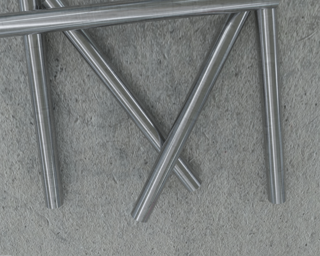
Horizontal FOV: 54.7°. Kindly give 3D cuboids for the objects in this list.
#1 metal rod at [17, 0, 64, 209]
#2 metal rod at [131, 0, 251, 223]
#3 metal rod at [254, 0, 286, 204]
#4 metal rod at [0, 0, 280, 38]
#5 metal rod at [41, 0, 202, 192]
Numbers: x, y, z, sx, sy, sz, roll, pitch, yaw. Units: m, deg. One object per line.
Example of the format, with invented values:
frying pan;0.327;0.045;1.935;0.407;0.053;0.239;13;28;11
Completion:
metal rod;-0.151;-0.030;0.397;0.025;0.025;0.298;1;110;0
metal rod;0.035;-0.015;0.384;0.025;0.025;0.298;24;101;-9
metal rod;0.142;-0.035;0.397;0.025;0.025;0.298;-10;110;3
metal rod;-0.026;-0.126;0.335;0.302;0.025;0.025;-6;110;2
metal rod;-0.038;-0.033;0.397;0.025;0.025;0.300;-34;107;11
